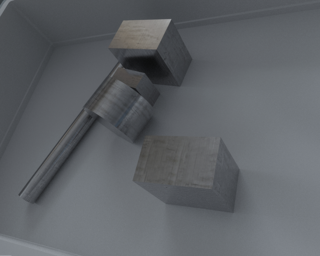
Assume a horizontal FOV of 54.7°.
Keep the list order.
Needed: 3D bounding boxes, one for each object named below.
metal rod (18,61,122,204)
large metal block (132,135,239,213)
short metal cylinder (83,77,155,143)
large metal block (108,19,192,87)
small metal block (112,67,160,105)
[{"bbox_3d":[-0.109,-0.021,0.473,0.025,0.025,0.300,25,75,36],"label":"metal rod"},{"bbox_3d":[0.031,0.049,0.323,0.080,0.080,0.050,0,62,28],"label":"large metal block"},{"bbox_3d":[-0.054,-0.023,0.412,0.080,0.080,0.050,27,76,37],"label":"short metal cylinder"},{"bbox_3d":[-0.011,-0.106,0.440,0.080,0.080,0.050,11,67,32],"label":"large metal block"},{"bbox_3d":[-0.035,-0.058,0.442,0.050,0.050,0.025,19,72,35],"label":"small metal block"}]
